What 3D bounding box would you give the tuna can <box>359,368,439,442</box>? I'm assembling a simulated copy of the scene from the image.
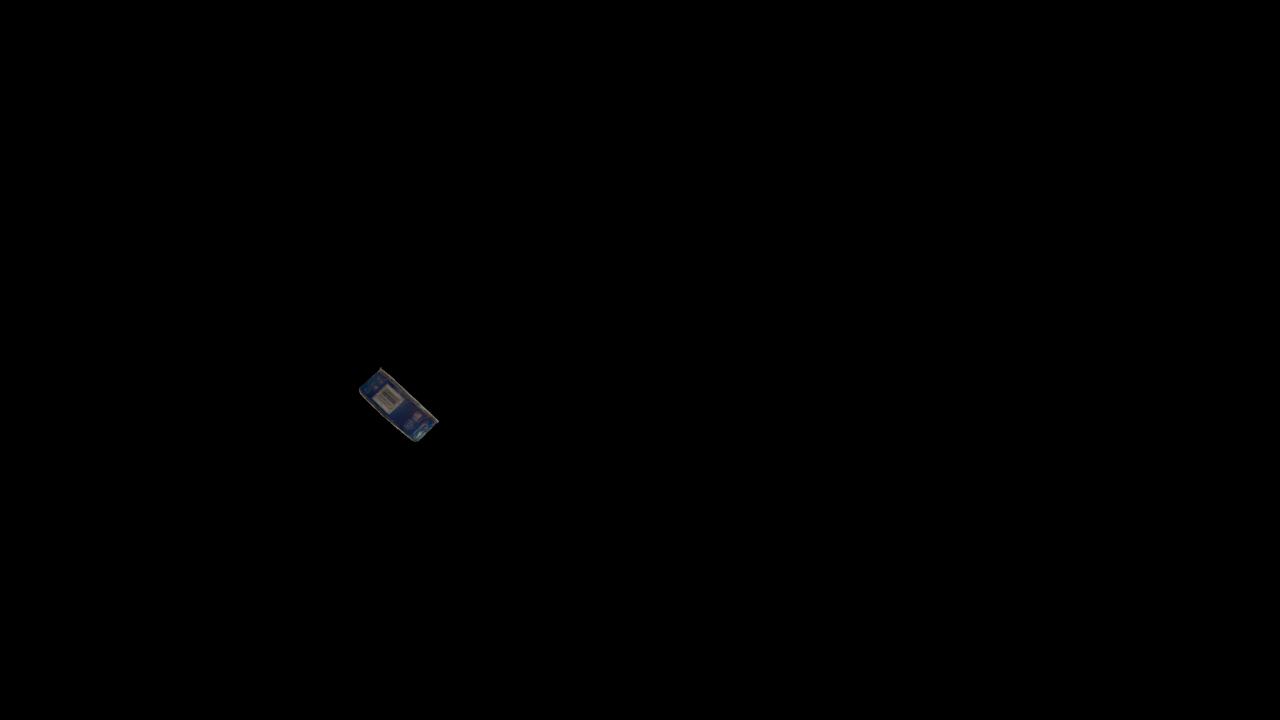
[{"bbox_3d":[-0.257,0.049,0.656,0.084,0.034,0.084,38,-17,14],"label":"tuna can"}]
